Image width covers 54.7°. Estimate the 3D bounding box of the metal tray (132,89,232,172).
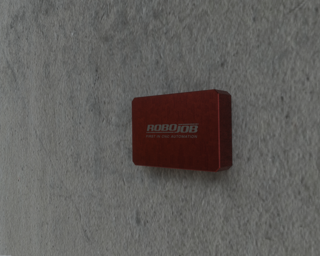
[{"bbox_3d":[0.022,0.004,0.382,0.130,0.030,0.089,-1,89,39],"label":"metal tray"}]
